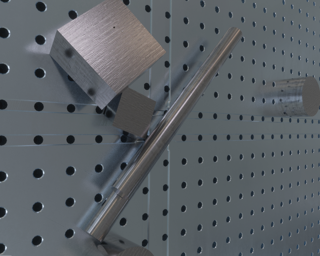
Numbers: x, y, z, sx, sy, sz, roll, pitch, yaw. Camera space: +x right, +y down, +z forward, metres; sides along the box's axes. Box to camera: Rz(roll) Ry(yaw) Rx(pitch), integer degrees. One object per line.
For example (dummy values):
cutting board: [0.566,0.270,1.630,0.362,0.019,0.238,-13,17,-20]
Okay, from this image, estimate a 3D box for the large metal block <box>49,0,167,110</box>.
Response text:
large metal block: [-0.055,-0.080,0.331,0.080,0.050,0.080,48,60,-8]

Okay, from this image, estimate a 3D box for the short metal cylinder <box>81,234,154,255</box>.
short metal cylinder: [-0.049,0.169,0.353,0.081,0.050,0.079,0,90,-40]

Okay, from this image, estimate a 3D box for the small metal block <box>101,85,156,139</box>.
small metal block: [-0.037,-0.018,0.378,0.050,0.025,0.050,25,75,-37]

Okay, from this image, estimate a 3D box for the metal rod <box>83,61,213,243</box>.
metal rod: [0.004,0.012,0.412,0.025,0.025,0.301,51,60,-28]

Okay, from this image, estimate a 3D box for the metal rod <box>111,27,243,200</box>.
metal rod: [0.035,-0.036,0.411,0.025,0.025,0.301,51,60,-28]

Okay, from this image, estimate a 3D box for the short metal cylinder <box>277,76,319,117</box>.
short metal cylinder: [0.284,-0.063,0.632,0.081,0.050,0.079,0,90,-40]
